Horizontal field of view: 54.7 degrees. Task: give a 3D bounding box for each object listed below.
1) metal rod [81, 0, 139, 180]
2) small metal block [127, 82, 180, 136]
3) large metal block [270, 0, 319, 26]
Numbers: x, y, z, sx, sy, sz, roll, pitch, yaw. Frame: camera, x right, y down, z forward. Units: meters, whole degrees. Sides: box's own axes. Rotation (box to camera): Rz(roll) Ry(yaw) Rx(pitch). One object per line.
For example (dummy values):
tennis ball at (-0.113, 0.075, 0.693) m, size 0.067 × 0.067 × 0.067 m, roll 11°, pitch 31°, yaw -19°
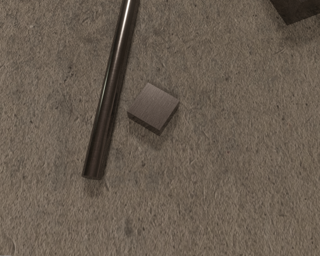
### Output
metal rod at (-0.064, -0.077, 0.435) m, size 0.025 × 0.025 × 0.299 m, roll 8°, pitch 70°, yaw 2°
small metal block at (-0.008, -0.025, 0.417) m, size 0.050 × 0.025 × 0.050 m, roll 31°, pitch 73°, yaw 10°
large metal block at (0.219, -0.217, 0.477) m, size 0.080 × 0.050 × 0.080 m, roll -22°, pitch 72°, yaw -8°
